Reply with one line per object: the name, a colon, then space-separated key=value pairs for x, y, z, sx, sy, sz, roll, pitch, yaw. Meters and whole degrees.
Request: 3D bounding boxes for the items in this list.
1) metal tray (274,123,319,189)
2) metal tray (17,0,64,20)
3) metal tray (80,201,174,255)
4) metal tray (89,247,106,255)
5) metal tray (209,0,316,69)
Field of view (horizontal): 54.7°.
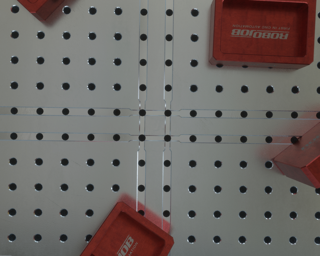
metal tray: x=0.216 y=0.016 z=0.383 sx=0.130 sy=0.090 sz=0.030 roll=-38 pitch=90 yaw=0
metal tray: x=-0.177 y=-0.220 z=0.408 sx=0.130 sy=0.030 sz=0.090 roll=44 pitch=90 yaw=-1
metal tray: x=-0.053 y=0.169 z=0.378 sx=0.090 sy=0.030 sz=0.130 roll=36 pitch=58 yaw=0
metal tray: x=-0.112 y=0.215 z=0.369 sx=0.030 sy=0.090 sz=0.130 roll=37 pitch=99 yaw=0
metal tray: x=0.135 y=-0.129 z=0.412 sx=0.131 sy=0.030 sz=0.089 roll=3 pitch=90 yaw=-1
